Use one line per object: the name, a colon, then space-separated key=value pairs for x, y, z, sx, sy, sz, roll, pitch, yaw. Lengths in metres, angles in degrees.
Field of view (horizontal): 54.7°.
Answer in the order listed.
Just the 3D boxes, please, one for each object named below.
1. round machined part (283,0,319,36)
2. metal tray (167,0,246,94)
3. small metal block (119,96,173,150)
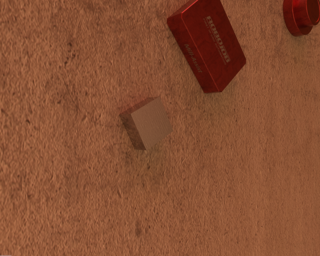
round machined part: x=0.304 y=-0.246 z=0.652 sx=0.099 sy=0.042 sz=0.097 roll=0 pitch=90 yaw=-40
metal tray: x=0.075 y=-0.129 z=0.466 sx=0.090 sy=0.030 sz=0.130 roll=-48 pitch=119 yaw=-29
small metal block: x=-0.016 y=-0.006 z=0.393 sx=0.050 sy=0.025 sz=0.050 roll=-35 pitch=112 yaw=-35
